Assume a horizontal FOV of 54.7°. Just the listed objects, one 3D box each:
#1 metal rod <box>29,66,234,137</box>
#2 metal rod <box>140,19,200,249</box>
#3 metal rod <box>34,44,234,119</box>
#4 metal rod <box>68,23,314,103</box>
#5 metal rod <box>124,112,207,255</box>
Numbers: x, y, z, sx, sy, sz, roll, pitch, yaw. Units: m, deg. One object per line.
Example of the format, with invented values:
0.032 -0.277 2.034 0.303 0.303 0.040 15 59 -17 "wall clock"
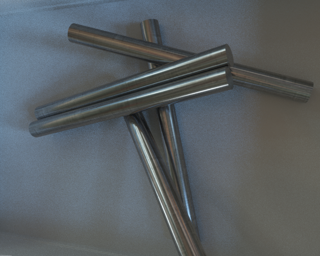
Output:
-0.057 -0.025 0.394 0.300 0.025 0.025 -12 86 28 "metal rod"
0.013 0.006 0.405 0.025 0.025 0.298 -12 86 19 "metal rod"
-0.054 -0.050 0.402 0.300 0.025 0.025 -12 86 29 "metal rod"
0.027 -0.083 0.379 0.301 0.025 0.025 17 96 11 "metal rod"
0.005 0.068 0.346 0.025 0.025 0.299 -37 54 16 "metal rod"
